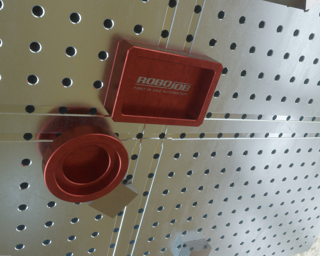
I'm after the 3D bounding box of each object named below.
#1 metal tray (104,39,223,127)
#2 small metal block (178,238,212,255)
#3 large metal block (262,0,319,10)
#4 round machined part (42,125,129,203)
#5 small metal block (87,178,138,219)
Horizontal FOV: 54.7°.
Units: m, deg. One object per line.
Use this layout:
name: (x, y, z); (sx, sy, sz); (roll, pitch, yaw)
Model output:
metal tray: (0.006, -0.050, 0.381); (0.131, 0.030, 0.089); (3, 117, -30)
small metal block: (0.066, 0.246, 0.602); (0.050, 0.025, 0.050); (3, 117, -30)
large metal block: (0.170, -0.182, 0.358); (0.080, 0.080, 0.050); (-25, 128, -13)
round machined part: (-0.091, 0.039, 0.376); (0.099, 0.042, 0.097); (-14, 125, -21)
small metal block: (-0.068, 0.092, 0.433); (0.050, 0.025, 0.050); (-44, 130, 2)
